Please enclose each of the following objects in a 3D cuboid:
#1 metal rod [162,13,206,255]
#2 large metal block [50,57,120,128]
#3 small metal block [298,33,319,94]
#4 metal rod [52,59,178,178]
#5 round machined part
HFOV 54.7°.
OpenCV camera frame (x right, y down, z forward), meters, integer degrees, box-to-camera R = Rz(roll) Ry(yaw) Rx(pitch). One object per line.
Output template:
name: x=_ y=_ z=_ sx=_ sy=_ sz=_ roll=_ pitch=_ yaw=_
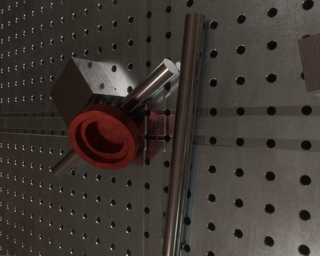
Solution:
metal rod: x=0.029 y=0.013 z=0.383 sx=0.025 sy=0.025 sz=0.298 roll=9 pitch=96 yaw=39
large metal block: x=-0.121 y=-0.052 z=0.490 sx=0.080 sy=0.050 sz=0.080 roll=-49 pitch=61 yaw=28
small metal block: x=0.158 y=-0.061 z=0.279 sx=0.050 sy=0.025 sz=0.050 roll=-12 pitch=83 yaw=39
metal rod: x=-0.084 y=0.000 z=0.476 sx=0.299 sy=0.025 sz=0.025 roll=-39 pitch=67 yaw=33
round machined part: x=-0.074 y=0.008 z=0.436 sx=0.098 sy=0.042 sz=0.097 roll=7 pitch=124 yaw=11
